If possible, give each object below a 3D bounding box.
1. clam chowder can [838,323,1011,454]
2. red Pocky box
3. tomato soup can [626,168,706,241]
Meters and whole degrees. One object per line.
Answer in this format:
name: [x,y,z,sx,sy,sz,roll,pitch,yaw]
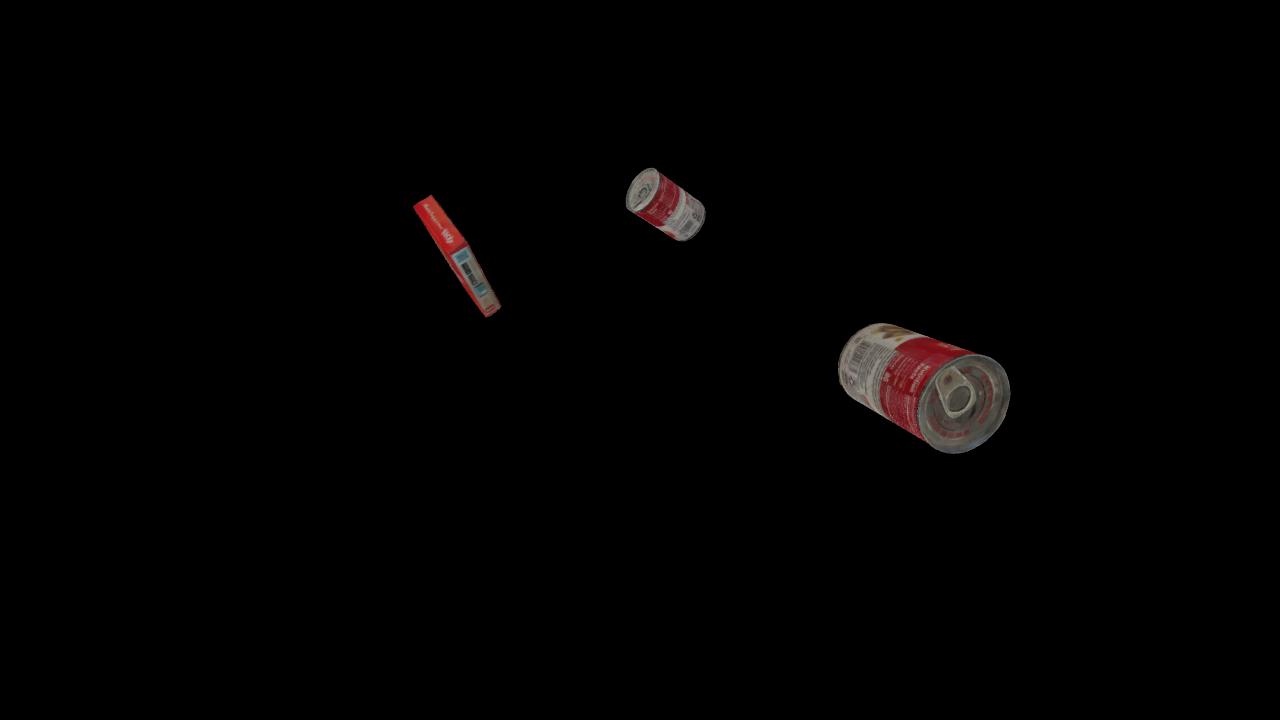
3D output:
clam chowder can: [0.196,0.016,0.439,0.068,0.068,0.102,0,15,-14]
red Pocky box: [-0.216,-0.120,0.738,0.028,0.083,0.155,-34,-21,-11]
tomato soup can: [0.038,-0.221,0.885,0.101,0.068,0.068,23,-15,-40]
